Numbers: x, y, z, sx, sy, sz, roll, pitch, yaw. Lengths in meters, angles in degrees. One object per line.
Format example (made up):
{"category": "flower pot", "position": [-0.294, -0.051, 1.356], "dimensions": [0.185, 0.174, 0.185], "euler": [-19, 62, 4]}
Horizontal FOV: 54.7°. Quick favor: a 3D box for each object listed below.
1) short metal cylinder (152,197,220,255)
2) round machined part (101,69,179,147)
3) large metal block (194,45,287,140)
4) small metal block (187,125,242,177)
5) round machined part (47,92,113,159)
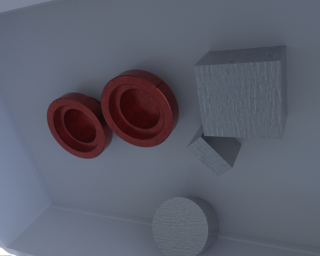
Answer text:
{"category": "short metal cylinder", "position": [0.037, 0.137, 0.431], "dimensions": [0.080, 0.050, 0.080], "euler": [-6, 76, 26]}
{"category": "round machined part", "position": [-0.021, -0.028, 0.391], "dimensions": [0.098, 0.042, 0.097], "euler": [13, 124, 20]}
{"category": "large metal block", "position": [0.087, -0.037, 0.323], "dimensions": [0.080, 0.050, 0.079], "euler": [2, 120, 27]}
{"category": "small metal block", "position": [0.066, 0.022, 0.370], "dimensions": [0.050, 0.050, 0.025], "euler": [44, 129, -3]}
{"category": "round machined part", "position": [-0.110, -0.007, 0.449], "dimensions": [0.098, 0.042, 0.097], "euler": [13, 124, 20]}
